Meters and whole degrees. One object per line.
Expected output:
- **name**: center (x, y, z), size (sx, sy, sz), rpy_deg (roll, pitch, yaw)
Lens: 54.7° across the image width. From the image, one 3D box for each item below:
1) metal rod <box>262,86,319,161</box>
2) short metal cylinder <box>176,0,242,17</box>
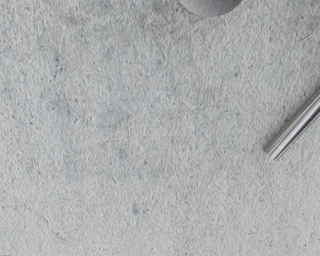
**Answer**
- **metal rod**: center (0.239, -0.077, 0.383), size (0.025, 0.025, 0.299), rpy_deg (34, 106, -12)
- **short metal cylinder**: center (0.053, -0.163, 0.337), size (0.081, 0.050, 0.079), rpy_deg (0, 110, 0)
